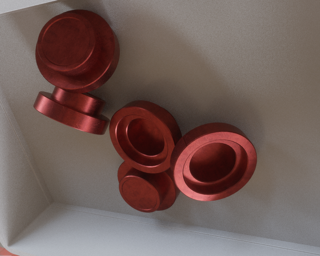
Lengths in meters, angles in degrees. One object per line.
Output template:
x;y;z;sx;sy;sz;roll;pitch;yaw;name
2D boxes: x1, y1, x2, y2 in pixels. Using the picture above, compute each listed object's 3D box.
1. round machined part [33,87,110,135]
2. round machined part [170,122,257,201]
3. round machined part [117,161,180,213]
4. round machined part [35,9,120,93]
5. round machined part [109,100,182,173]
-0.112;-0.030;0.414;0.098;0.098;0.042;25;93;13;round machined part
0.060;0.036;0.369;0.099;0.042;0.097;-5;119;-8;round machined part
-0.022;0.087;0.463;0.098;0.042;0.097;13;124;21;round machined part
-0.100;-0.092;0.360;0.098;0.042;0.097;-1;82;9;round machined part
-0.014;0.008;0.408;0.098;0.042;0.097;15;124;23;round machined part
